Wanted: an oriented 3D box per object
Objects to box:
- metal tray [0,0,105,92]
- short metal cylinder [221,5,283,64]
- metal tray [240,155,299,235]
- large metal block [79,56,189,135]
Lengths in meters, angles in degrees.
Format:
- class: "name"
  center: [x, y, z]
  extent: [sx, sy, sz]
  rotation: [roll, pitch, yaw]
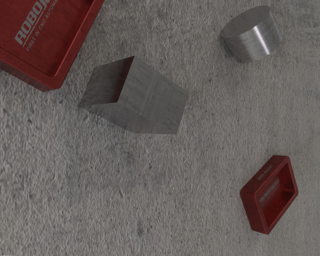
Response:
- class: "metal tray"
  center: [-0.117, -0.112, 0.303]
  extent: [0.090, 0.030, 0.130]
  rotation: [33, 70, -35]
- class: "short metal cylinder"
  center: [0.145, -0.148, 0.490]
  extent: [0.050, 0.080, 0.080]
  rotation: [51, 60, -28]
- class: "metal tray"
  center: [0.206, 0.120, 0.574]
  extent: [0.131, 0.030, 0.090]
  rotation: [-34, 111, -35]
- class: "large metal block"
  center: [-0.029, -0.031, 0.345]
  extent: [0.080, 0.080, 0.050]
  rotation: [29, 72, -37]
